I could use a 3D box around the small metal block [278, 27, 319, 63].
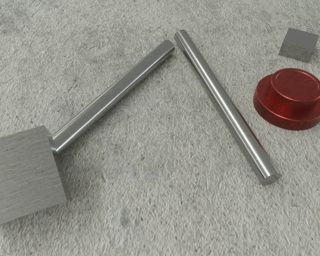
[{"bbox_3d":[0.235,-0.141,0.525,0.050,0.025,0.050,21,53,16],"label":"small metal block"}]

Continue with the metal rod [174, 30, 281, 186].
[{"bbox_3d":[0.082,-0.050,0.446,0.025,0.025,0.299,-14,51,-12],"label":"metal rod"}]

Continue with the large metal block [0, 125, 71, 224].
[{"bbox_3d":[-0.146,0.051,0.321,0.081,0.050,0.080,-17,82,-15],"label":"large metal block"}]

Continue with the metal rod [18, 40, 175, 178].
[{"bbox_3d":[-0.071,-0.042,0.437,0.025,0.025,0.301,28,55,21],"label":"metal rod"}]

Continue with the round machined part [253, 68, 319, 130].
[{"bbox_3d":[0.185,-0.047,0.434,0.099,0.042,0.098,0,50,0],"label":"round machined part"}]
